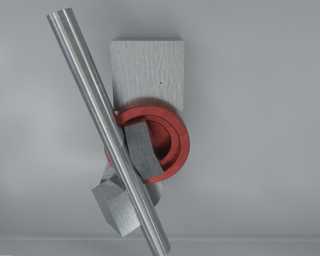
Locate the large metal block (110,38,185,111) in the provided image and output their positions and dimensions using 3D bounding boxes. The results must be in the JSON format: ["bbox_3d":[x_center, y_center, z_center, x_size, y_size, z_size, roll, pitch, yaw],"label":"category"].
[{"bbox_3d":[-0.014,-0.065,0.371,0.081,0.050,0.079,0,110,-1],"label":"large metal block"}]

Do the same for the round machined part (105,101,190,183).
[{"bbox_3d":[-0.015,0.014,0.374,0.099,0.042,0.097,0,110,-1],"label":"round machined part"}]

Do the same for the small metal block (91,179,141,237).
[{"bbox_3d":[-0.054,0.096,0.375,0.025,0.050,0.050,-29,111,-25],"label":"small metal block"}]

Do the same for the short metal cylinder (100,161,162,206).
[{"bbox_3d":[-0.038,0.071,0.423,0.081,0.050,0.079,0,110,-1],"label":"short metal cylinder"}]

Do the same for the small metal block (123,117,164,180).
[{"bbox_3d":[-0.018,0.024,0.354,0.025,0.050,0.050,-19,144,3],"label":"small metal block"}]

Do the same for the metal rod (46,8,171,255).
[{"bbox_3d":[-0.047,0.022,0.343,0.025,0.025,0.298,-18,109,6],"label":"metal rod"}]
